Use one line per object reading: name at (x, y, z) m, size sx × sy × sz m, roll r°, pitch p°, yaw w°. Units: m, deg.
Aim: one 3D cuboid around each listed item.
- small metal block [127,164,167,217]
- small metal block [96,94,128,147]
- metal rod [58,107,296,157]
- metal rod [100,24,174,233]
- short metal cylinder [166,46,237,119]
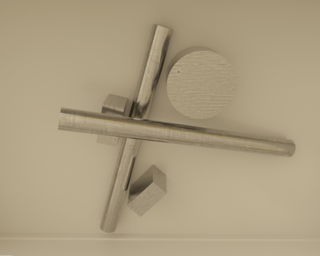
small metal block at (-0.018, 0.086, 0.429) m, size 0.025 × 0.050 × 0.050 m, roll 42°, pitch 105°, yaw -14°
small metal block at (-0.060, -0.011, 0.393) m, size 0.025 × 0.050 × 0.050 m, roll 12°, pitch 110°, yaw -5°
metal rod at (0.034, 0.009, 0.381) m, size 0.302 × 0.025 × 0.025 m, roll 8°, pitch 111°, yaw -17°
metal rod at (-0.037, 0.014, 0.416) m, size 0.025 × 0.025 × 0.298 m, roll 15°, pitch 109°, yaw -6°
short metal cylinder at (0.048, -0.057, 0.378) m, size 0.081 × 0.050 × 0.079 m, roll 0°, pitch 110°, yaw -1°
